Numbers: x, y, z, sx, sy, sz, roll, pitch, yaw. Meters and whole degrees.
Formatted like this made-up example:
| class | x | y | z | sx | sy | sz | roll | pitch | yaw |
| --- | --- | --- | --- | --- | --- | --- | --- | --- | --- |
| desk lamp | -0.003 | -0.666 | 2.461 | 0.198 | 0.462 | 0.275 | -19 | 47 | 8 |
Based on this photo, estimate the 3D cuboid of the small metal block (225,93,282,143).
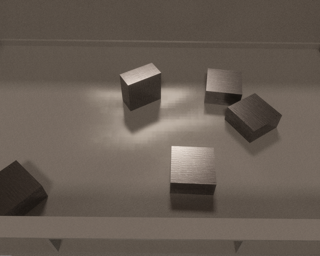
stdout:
| class | x | y | z | sx | sy | sz | roll | pitch | yaw |
| --- | --- | --- | --- | --- | --- | --- | --- | --- | --- |
| small metal block | 0.125 | -0.014 | 0.419 | 0.050 | 0.025 | 0.050 | -26 | 55 | -21 |

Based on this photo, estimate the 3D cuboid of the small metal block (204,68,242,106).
| class | x | y | z | sx | sy | sz | roll | pitch | yaw |
| --- | --- | --- | --- | --- | --- | --- | --- | --- | --- |
| small metal block | 0.093 | -0.060 | 0.457 | 0.050 | 0.025 | 0.050 | 7 | 50 | 5 |

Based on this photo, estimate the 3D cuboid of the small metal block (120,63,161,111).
| class | x | y | z | sx | sy | sz | roll | pitch | yaw |
| --- | --- | --- | --- | --- | --- | --- | --- | --- | --- |
| small metal block | -0.026 | -0.058 | 0.437 | 0.050 | 0.050 | 0.025 | -25 | 55 | -20 |

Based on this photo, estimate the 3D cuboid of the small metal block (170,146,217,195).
| class | x | y | z | sx | sy | sz | roll | pitch | yaw |
| --- | --- | --- | --- | --- | --- | --- | --- | --- | --- |
| small metal block | 0.038 | 0.050 | 0.364 | 0.050 | 0.025 | 0.050 | 2 | 50 | 1 |

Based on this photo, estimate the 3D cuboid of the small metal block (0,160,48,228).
| class | x | y | z | sx | sy | sz | roll | pitch | yaw |
| --- | --- | --- | --- | --- | --- | --- | --- | --- | --- |
| small metal block | -0.163 | 0.072 | 0.343 | 0.050 | 0.025 | 0.050 | 34 | 58 | 25 |
